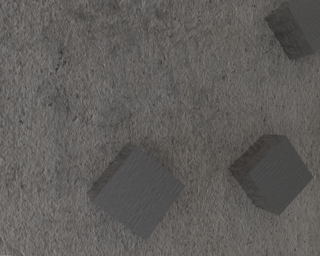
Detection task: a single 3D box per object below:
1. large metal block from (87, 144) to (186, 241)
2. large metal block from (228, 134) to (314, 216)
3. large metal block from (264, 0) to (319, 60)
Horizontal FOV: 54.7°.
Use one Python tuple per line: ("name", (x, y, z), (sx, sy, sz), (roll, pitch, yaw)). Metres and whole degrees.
("large metal block", (-0.030, 0.076, 0.385), (0.080, 0.050, 0.080), (41, 77, -16))
("large metal block", (0.163, 0.066, 0.456), (0.080, 0.050, 0.080), (-41, 103, -15))
("large metal block", (0.224, -0.165, 0.478), (0.080, 0.050, 0.080), (-40, 103, -16))
